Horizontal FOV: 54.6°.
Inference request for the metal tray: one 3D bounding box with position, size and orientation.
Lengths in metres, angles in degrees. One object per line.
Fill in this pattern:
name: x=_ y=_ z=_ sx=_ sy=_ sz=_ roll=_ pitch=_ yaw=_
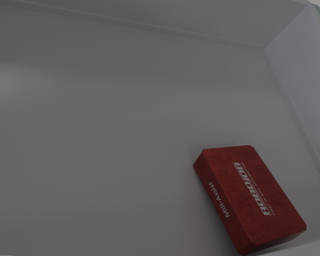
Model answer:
metal tray: x=0.109 y=0.083 z=0.390 sx=0.091 sy=0.030 sz=0.130 roll=-3 pitch=49 yaw=-29
